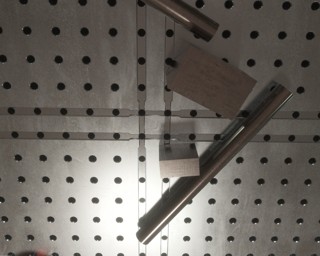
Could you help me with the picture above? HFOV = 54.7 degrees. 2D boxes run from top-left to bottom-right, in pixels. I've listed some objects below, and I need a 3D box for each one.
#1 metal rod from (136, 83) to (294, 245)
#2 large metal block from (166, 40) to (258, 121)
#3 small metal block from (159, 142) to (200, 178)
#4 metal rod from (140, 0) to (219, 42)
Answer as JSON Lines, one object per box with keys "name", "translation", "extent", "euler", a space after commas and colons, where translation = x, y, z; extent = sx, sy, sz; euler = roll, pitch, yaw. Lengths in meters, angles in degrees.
{"name": "metal rod", "translation": [0.068, 0.060, 0.436], "extent": [0.025, 0.025, 0.299], "euler": [37, 105, -13]}
{"name": "large metal block", "translation": [0.055, -0.059, 0.363], "extent": [0.080, 0.080, 0.050], "euler": [26, 108, -10]}
{"name": "small metal block", "translation": [0.025, 0.042, 0.416], "extent": [0.050, 0.050, 0.025], "euler": [-4, 110, 1]}
{"name": "metal rod", "translation": [-0.066, -0.185, 0.344], "extent": [0.301, 0.025, 0.025], "euler": [29, 107, -11]}
